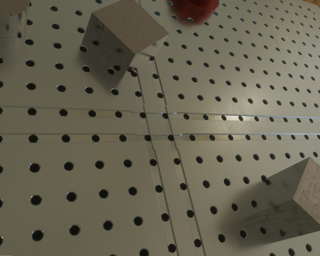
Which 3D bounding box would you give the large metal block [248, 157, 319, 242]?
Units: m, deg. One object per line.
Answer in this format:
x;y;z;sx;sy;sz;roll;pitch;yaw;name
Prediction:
0.175;0.095;0.409;0.050;0.080;0.080;44;51;2;large metal block

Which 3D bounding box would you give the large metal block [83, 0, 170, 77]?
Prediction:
-0.048;-0.133;0.447;0.080;0.050;0.080;45;51;3;large metal block

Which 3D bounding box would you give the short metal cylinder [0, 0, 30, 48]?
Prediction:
-0.202;-0.144;0.371;0.081;0.050;0.080;14;56;-21;short metal cylinder

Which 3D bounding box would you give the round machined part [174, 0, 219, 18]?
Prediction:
0.073;-0.264;0.598;0.099;0.042;0.098;14;56;-21;round machined part
